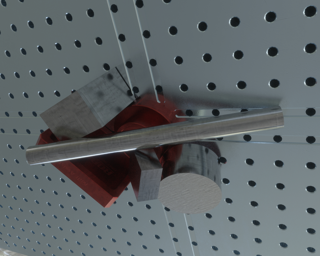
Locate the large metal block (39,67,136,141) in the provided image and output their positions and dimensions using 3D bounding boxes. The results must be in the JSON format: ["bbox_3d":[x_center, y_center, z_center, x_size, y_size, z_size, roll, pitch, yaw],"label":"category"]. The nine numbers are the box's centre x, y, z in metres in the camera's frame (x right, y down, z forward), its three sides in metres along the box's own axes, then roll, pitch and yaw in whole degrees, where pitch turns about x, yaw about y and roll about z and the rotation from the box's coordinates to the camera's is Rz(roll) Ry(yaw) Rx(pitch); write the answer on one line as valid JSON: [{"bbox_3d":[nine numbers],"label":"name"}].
[{"bbox_3d":[-0.092,-0.028,0.403,0.080,0.080,0.050,-23,106,36],"label":"large metal block"}]

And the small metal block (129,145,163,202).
[{"bbox_3d":[-0.020,0.053,0.380,0.025,0.050,0.050,-4,125,-19],"label":"small metal block"}]

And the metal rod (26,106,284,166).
[{"bbox_3d":[-0.015,0.012,0.363,0.301,0.025,0.025,-9,115,10],"label":"metal rod"}]

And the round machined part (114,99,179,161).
[{"bbox_3d":[-0.021,0.013,0.421,0.098,0.042,0.097,13,124,20],"label":"round machined part"}]

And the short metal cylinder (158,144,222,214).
[{"bbox_3d":[0.038,0.066,0.399,0.080,0.050,0.079,4,130,5],"label":"short metal cylinder"}]

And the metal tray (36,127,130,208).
[{"bbox_3d":[-0.095,0.038,0.440,0.130,0.090,0.030,40,129,1],"label":"metal tray"}]
